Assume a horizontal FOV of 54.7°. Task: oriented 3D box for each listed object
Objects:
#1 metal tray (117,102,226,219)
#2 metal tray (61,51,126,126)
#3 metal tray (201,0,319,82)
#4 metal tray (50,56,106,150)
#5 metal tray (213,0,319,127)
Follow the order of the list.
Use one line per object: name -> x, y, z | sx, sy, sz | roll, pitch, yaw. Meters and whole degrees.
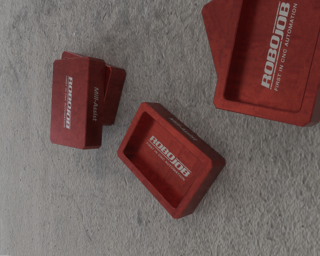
metal tray -> 0.008, 0.037, 0.395 | 0.130, 0.030, 0.089 | 42, 116, 31
metal tray -> -0.117, -0.066, 0.498 | 0.130, 0.030, 0.089 | 25, 106, 37
metal tray -> 0.111, -0.108, 0.310 | 0.130, 0.030, 0.090 | -19, 78, 38
metal tray -> -0.125, -0.038, 0.465 | 0.090, 0.030, 0.129 | 6, 94, 39
metal tray -> 0.104, -0.073, 0.275 | 0.090, 0.030, 0.129 | 17, 101, 38
